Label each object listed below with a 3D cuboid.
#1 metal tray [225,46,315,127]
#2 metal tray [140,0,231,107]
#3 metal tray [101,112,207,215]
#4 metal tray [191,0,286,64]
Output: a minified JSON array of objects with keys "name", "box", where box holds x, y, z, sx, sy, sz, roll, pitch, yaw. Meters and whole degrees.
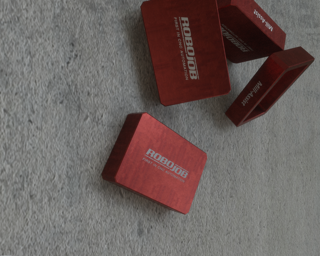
[{"name":"metal tray","box":[0.168,-0.063,0.484,0.091,0.129,0.030,-20,63,-38]},{"name":"metal tray","box":[0.033,-0.100,0.393,0.090,0.030,0.129,-11,100,4]},{"name":"metal tray","box":[-0.001,0.048,0.401,0.130,0.030,0.090,34,69,-35]},{"name":"metal tray","box":[0.111,-0.144,0.453,0.131,0.090,0.030,24,73,-38]}]
